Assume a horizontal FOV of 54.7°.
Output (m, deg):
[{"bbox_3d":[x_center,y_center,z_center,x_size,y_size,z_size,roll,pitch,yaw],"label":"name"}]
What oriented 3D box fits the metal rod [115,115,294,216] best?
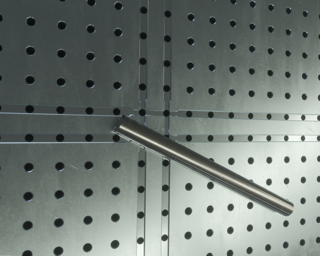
[{"bbox_3d":[0.075,0.061,0.441,0.301,0.025,0.025,28,81,-18],"label":"metal rod"}]
